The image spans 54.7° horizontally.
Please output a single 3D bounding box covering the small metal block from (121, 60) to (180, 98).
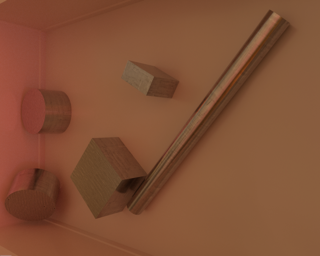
[{"bbox_3d":[-0.012,-0.062,0.399,0.050,0.050,0.025,37,113,33],"label":"small metal block"}]

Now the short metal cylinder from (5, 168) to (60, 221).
[{"bbox_3d":[-0.220,0.117,0.539,0.080,0.080,0.050,-53,26,27],"label":"short metal cylinder"}]

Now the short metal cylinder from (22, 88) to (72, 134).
[{"bbox_3d":[-0.204,-0.029,0.555,0.080,0.050,0.079,0,90,39],"label":"short metal cylinder"}]

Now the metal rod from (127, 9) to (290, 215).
[{"bbox_3d":[0.042,0.000,0.370,0.025,0.025,0.298,49,119,28],"label":"metal rod"}]

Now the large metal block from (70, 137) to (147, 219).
[{"bbox_3d":[-0.076,0.070,0.451,0.080,0.050,0.080,49,118,28],"label":"large metal block"}]
